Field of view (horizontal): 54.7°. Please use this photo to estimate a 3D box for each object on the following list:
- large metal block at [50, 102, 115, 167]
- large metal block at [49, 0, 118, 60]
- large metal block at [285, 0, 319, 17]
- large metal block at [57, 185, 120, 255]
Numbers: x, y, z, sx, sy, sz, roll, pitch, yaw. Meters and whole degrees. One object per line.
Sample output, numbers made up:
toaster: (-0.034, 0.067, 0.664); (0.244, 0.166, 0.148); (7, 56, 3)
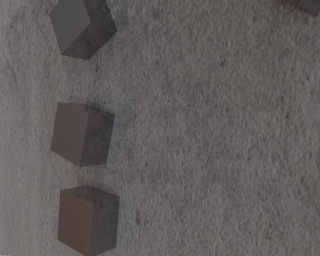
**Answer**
large metal block: (-0.122, 0.008, 0.487); (0.080, 0.050, 0.079); (19, 102, 38)
large metal block: (-0.122, -0.166, 0.487); (0.080, 0.050, 0.080); (-32, 70, 35)
large metal block: (0.129, -0.153, 0.262); (0.050, 0.081, 0.080); (47, 118, 29)
large metal block: (-0.111, 0.140, 0.478); (0.080, 0.050, 0.079); (8, 95, 39)
